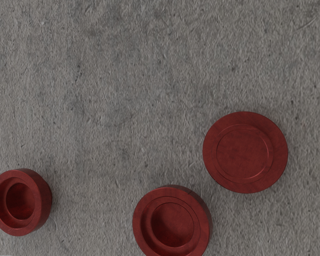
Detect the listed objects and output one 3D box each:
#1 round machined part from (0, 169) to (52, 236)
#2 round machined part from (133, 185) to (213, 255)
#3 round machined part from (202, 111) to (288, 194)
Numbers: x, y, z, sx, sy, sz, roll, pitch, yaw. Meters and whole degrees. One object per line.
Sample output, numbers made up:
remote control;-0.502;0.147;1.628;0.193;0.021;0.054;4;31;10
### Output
round machined part;-0.206;0.110;0.473;0.098;0.042;0.097;0;90;20
round machined part;0.018;0.120;0.393;0.098;0.042;0.097;0;90;20
round machined part;0.098;0.029;0.365;0.098;0.042;0.097;0;90;20
